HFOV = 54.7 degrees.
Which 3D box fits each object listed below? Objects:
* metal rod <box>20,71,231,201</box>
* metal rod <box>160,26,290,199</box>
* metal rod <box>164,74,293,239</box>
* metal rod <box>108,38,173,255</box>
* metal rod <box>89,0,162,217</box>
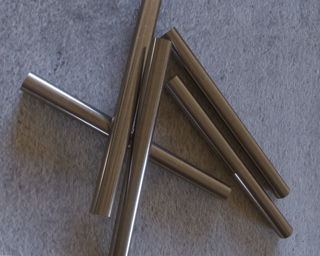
[{"bbox_3d":[-0.030,0.019,0.398,0.301,0.025,0.025,31,80,-18],"label":"metal rod"},{"bbox_3d":[0.100,-0.013,0.447,0.025,0.025,0.300,-42,104,-15],"label":"metal rod"},{"bbox_3d":[0.105,0.049,0.449,0.025,0.025,0.300,-42,104,-15],"label":"metal rod"},{"bbox_3d":[-0.028,0.043,0.375,0.025,0.025,0.298,10,96,-20],"label":"metal rod"},{"bbox_3d":[-0.036,-0.047,0.376,0.025,0.025,0.299,16,77,-20],"label":"metal rod"}]
